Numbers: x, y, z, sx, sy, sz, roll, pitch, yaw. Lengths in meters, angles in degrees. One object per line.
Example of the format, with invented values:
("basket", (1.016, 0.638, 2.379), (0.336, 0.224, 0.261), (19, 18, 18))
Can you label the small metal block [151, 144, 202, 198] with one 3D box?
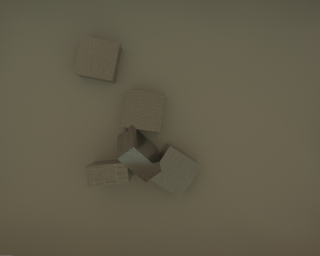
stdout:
("small metal block", (0.018, 0.055, 0.407), (0.050, 0.025, 0.050), (33, 90, -10))

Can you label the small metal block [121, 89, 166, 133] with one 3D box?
("small metal block", (-0.021, -0.022, 0.411), (0.050, 0.025, 0.050), (9, 90, 0))

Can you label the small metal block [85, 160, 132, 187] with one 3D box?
("small metal block", (-0.064, 0.056, 0.398), (0.050, 0.050, 0.025), (-6, 91, 0))

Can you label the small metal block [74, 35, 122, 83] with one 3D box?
("small metal block", (-0.081, -0.090, 0.411), (0.050, 0.025, 0.050), (11, 90, 0))

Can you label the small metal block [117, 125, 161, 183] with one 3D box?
("small metal block", (-0.027, 0.032, 0.388), (0.025, 0.050, 0.050), (-38, 118, 15))
